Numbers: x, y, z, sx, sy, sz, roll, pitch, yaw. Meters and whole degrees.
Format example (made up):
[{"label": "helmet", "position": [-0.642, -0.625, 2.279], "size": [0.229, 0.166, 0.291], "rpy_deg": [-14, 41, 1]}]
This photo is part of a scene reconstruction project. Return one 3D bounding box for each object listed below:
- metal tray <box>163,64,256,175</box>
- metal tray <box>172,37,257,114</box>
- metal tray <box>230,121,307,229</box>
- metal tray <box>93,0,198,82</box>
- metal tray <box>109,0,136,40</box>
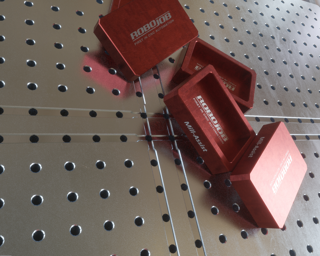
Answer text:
[{"label": "metal tray", "position": [0.073, -0.012, 0.428], "size": [0.090, 0.030, 0.130], "rpy_deg": [-42, 102, -39]}, {"label": "metal tray", "position": [0.092, -0.084, 0.504], "size": [0.131, 0.030, 0.090], "rpy_deg": [27, 52, -11]}, {"label": "metal tray", "position": [0.156, 0.062, 0.431], "size": [0.131, 0.030, 0.090], "rpy_deg": [-44, 107, -39]}, {"label": "metal tray", "position": [-0.017, -0.138, 0.446], "size": [0.131, 0.030, 0.090], "rpy_deg": [-40, 100, -25]}, {"label": "metal tray", "position": [-0.034, -0.187, 0.500], "size": [0.091, 0.030, 0.130], "rpy_deg": [17, 55, -18]}]
